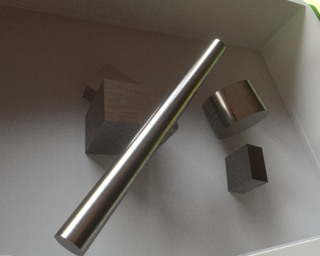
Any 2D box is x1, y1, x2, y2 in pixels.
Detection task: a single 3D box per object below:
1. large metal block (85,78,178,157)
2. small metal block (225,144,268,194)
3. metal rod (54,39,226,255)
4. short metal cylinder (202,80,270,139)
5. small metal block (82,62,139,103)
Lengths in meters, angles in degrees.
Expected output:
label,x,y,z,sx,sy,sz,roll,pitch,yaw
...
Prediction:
label,x,y,z,sx,sy,sz,roll,pitch,yaw
large metal block,-0.036,-0.007,0.356,0.081,0.080,0.050,7,59,-25
small metal block,0.115,0.056,0.420,0.025,0.050,0.050,15,56,-21
metal rod,0.005,-0.011,0.313,0.025,0.025,0.301,39,51,-3
short metal cylinder,0.108,-0.025,0.446,0.081,0.080,0.050,-12,68,-34
small metal block,-0.063,-0.049,0.403,0.050,0.025,0.050,33,51,-7
